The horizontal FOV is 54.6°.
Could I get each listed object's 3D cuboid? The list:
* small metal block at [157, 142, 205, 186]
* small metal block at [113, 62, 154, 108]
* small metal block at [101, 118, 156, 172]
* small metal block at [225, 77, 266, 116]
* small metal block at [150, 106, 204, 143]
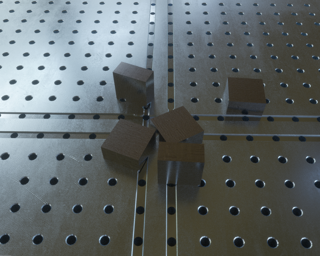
[{"bbox_3d":[0.023,0.042,0.357,0.050,0.050,0.025,3,50,2],"label":"small metal block"},{"bbox_3d":[-0.037,-0.061,0.443,0.050,0.050,0.025,19,53,15],"label":"small metal block"},{"bbox_3d":[-0.038,0.021,0.391,0.050,0.025,0.050,18,52,15],"label":"small metal block"},{"bbox_3d":[0.122,-0.046,0.447,0.050,0.025,0.050,4,50,4],"label":"small metal block"},{"bbox_3d":[0.021,0.004,0.405,0.050,0.025,0.050,-23,54,-18],"label":"small metal block"}]
